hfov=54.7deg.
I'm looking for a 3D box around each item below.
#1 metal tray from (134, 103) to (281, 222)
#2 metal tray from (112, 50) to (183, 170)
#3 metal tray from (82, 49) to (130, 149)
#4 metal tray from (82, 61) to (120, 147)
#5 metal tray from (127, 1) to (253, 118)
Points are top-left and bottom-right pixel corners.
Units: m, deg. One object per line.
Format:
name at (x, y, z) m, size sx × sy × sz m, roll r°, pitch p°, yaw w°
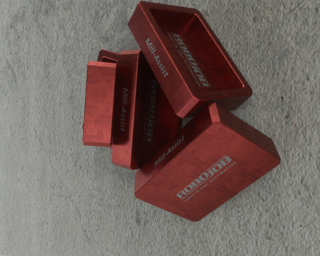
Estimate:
metal tray at (0.045, 0.043, 0.325) m, size 0.129 × 0.090 × 0.030 m, roll -46°, pitch 28°, yaw 30°
metal tray at (-0.010, -0.021, 0.371) m, size 0.030 × 0.091 × 0.129 m, roll 8°, pitch 96°, yaw 39°
metal tray at (-0.063, -0.041, 0.453) m, size 0.090 × 0.030 × 0.129 m, roll 25°, pitch 106°, yaw 36°
metal tray at (-0.070, -0.030, 0.388) m, size 0.130 × 0.030 × 0.089 m, roll -140°, pitch 54°, yaw -83°
metal tray at (0.032, -0.076, 0.333) m, size 0.030 × 0.091 × 0.130 m, roll -49°, pitch 60°, yaw 45°
